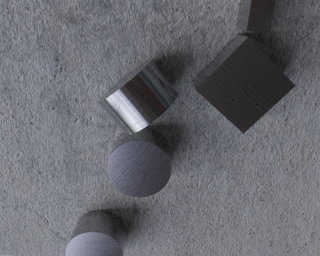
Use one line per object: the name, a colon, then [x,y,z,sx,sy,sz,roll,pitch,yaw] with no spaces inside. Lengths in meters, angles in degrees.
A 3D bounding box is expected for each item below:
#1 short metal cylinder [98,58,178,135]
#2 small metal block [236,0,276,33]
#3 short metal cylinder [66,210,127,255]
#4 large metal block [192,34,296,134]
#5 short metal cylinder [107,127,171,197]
short metal cylinder: [-0.026,-0.037,0.366,0.080,0.080,0.050,-36,106,12]
small metal block: [0.107,-0.135,0.347,0.025,0.050,0.050,4,110,-2]
short metal cylinder: [-0.092,0.170,0.458,0.081,0.050,0.079,0,110,0]
large metal block: [0.098,-0.054,0.377,0.080,0.050,0.080,40,105,-14]
short metal cylinder: [-0.026,0.044,0.412,0.081,0.050,0.079,0,110,0]
